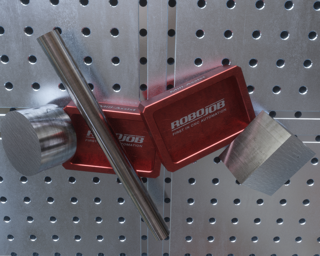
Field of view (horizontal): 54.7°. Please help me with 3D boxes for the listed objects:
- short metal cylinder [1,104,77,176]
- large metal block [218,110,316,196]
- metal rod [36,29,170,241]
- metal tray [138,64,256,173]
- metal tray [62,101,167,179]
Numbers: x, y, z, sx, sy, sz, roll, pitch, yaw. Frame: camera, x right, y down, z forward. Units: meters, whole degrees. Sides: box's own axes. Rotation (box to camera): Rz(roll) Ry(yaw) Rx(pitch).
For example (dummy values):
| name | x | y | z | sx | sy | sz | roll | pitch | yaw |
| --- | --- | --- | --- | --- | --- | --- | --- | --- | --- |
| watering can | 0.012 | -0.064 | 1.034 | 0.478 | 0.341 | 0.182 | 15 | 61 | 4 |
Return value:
| name | x | y | z | sx | sy | sz | roll | pitch | yaw |
| --- | --- | --- | --- | --- | --- | --- | --- | --- | --- |
| short metal cylinder | -0.150 | 0.013 | 0.384 | 0.080 | 0.050 | 0.079 | 10 | 109 | 33 |
| large metal block | 0.137 | 0.035 | 0.395 | 0.080 | 0.050 | 0.080 | 25 | 112 | -42 |
| metal rod | -0.061 | 0.023 | 0.389 | 0.025 | 0.025 | 0.299 | -24 | 109 | 8 |
| metal tray | 0.050 | -0.013 | 0.386 | 0.131 | 0.030 | 0.090 | -25 | 109 | -9 |
| metal tray | -0.061 | 0.016 | 0.415 | 0.131 | 0.030 | 0.089 | 6 | 110 | -3 |
